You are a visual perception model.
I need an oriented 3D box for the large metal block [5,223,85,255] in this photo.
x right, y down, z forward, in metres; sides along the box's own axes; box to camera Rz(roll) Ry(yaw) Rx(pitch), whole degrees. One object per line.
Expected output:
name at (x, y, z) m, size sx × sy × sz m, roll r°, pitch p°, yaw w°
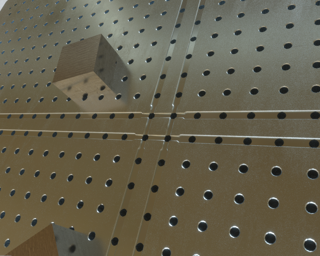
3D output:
large metal block at (-0.132, 0.172, 0.358) m, size 0.080 × 0.050 × 0.080 m, roll -35°, pitch 51°, yaw 5°

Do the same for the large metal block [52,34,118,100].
large metal block at (-0.124, -0.102, 0.521) m, size 0.080 × 0.050 × 0.080 m, roll -10°, pitch 57°, yaw 22°
